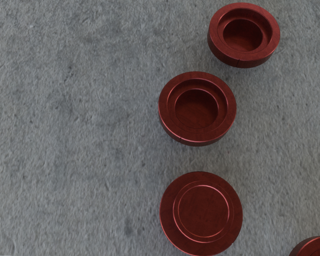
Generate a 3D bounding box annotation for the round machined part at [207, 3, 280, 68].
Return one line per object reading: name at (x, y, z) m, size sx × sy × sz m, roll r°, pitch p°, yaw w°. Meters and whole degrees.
round machined part at (0.117, -0.128, 0.447) m, size 0.099 × 0.042 × 0.098 m, roll 0°, pitch 70°, yaw -1°

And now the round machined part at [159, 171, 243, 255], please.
round machined part at (0.049, 0.099, 0.364) m, size 0.099 × 0.042 × 0.098 m, roll 0°, pitch 70°, yaw -1°

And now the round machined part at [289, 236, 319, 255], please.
round machined part at (0.185, 0.170, 0.339) m, size 0.099 × 0.042 × 0.098 m, roll 0°, pitch 70°, yaw -1°

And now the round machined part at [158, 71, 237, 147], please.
round machined part at (0.047, -0.022, 0.408) m, size 0.099 × 0.042 × 0.098 m, roll 0°, pitch 70°, yaw -1°
